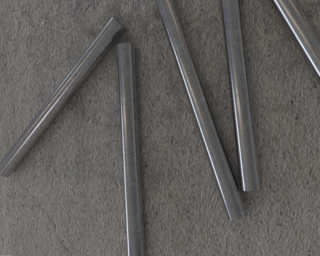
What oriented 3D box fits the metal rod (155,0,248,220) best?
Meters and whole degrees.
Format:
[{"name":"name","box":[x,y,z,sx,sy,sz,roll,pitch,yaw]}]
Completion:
[{"name":"metal rod","box":[0.049,-0.034,0.391,0.025,0.025,0.299,-20,83,19]}]

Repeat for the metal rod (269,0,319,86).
[{"name":"metal rod","box":[0.154,-0.123,0.354,0.025,0.025,0.299,-29,81,18]}]

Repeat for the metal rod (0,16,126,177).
[{"name":"metal rod","box":[-0.154,-0.038,0.463,0.025,0.025,0.299,46,104,14]}]

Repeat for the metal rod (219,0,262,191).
[{"name":"metal rod","box":[0.094,-0.075,0.375,0.025,0.025,0.298,-7,88,20]}]

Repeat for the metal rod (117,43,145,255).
[{"name":"metal rod","box":[-0.039,0.036,0.422,0.025,0.025,0.298,-3,89,20]}]
